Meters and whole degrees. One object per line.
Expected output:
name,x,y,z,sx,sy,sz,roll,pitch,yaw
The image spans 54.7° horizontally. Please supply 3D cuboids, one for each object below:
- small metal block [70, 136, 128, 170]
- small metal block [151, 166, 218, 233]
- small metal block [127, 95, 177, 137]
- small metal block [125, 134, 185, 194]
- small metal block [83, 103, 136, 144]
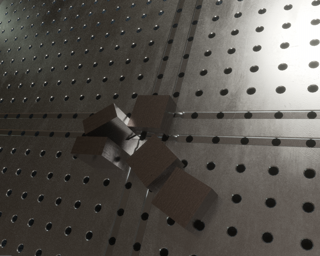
small metal block,-0.080,0.034,0.412,0.050,0.050,0.025,0,62,28
small metal block,0.027,0.079,0.345,0.050,0.025,0.050,29,77,37
small metal block,-0.010,-0.017,0.423,0.050,0.025,0.050,3,63,29
small metal block,-0.006,0.044,0.384,0.050,0.025,0.050,-43,51,-2
small metal block,-0.069,-0.001,0.427,0.050,0.050,0.025,-28,52,10
